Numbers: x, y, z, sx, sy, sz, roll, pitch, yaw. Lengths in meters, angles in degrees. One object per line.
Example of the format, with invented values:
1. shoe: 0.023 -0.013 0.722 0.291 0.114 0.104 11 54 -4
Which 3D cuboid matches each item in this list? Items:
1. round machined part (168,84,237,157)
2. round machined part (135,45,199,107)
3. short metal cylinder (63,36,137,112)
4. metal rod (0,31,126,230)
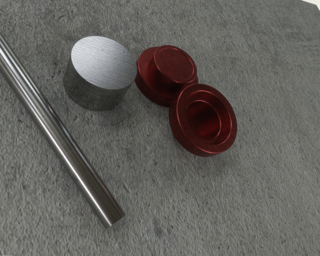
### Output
1. round machined part: 0.053 -0.008 0.422 0.099 0.042 0.098 12 66 -27
2. round machined part: 0.015 -0.082 0.452 0.099 0.042 0.098 14 56 -21
3. short metal cylinder: -0.076 -0.068 0.389 0.081 0.050 0.080 14 56 -21
4. metal rod: -0.134 -0.021 0.344 0.025 0.025 0.299 -30 78 -38
